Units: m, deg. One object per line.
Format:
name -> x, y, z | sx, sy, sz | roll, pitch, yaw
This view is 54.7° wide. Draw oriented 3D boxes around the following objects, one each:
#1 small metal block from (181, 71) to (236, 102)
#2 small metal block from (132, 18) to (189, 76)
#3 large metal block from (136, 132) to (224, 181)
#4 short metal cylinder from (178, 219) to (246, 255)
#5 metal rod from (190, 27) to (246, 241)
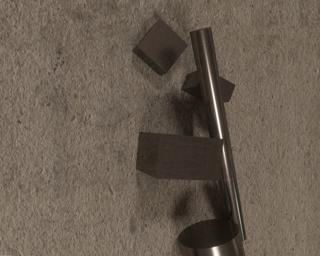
small metal block -> 0.065, -0.055, 0.421 | 0.050, 0.050, 0.025 | 24, 82, -19
small metal block -> 0.000, -0.106, 0.410 | 0.050, 0.025, 0.050 | 40, 77, -16
large metal block -> 0.022, 0.034, 0.389 | 0.081, 0.080, 0.050 | 5, 88, -20
short metal cylinder -> 0.069, 0.161, 0.407 | 0.081, 0.080, 0.050 | -15, 96, -20
metal rod -> 0.080, 0.023, 0.405 | 0.025, 0.025, 0.298 | -21, 110, -19
